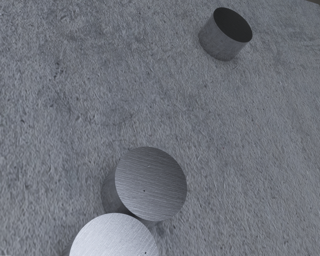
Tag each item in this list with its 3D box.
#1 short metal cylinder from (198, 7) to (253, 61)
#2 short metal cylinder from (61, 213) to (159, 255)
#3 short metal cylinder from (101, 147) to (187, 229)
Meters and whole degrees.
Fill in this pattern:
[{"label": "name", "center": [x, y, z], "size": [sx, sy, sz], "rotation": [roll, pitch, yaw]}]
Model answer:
[{"label": "short metal cylinder", "center": [0.116, -0.166, 0.551], "size": [0.081, 0.050, 0.080], "rotation": [14, 56, -21]}, {"label": "short metal cylinder", "center": [-0.048, 0.125, 0.286], "size": [0.081, 0.050, 0.080], "rotation": [14, 56, -21]}, {"label": "short metal cylinder", "center": [-0.018, 0.067, 0.337], "size": [0.081, 0.050, 0.080], "rotation": [14, 56, -21]}]
